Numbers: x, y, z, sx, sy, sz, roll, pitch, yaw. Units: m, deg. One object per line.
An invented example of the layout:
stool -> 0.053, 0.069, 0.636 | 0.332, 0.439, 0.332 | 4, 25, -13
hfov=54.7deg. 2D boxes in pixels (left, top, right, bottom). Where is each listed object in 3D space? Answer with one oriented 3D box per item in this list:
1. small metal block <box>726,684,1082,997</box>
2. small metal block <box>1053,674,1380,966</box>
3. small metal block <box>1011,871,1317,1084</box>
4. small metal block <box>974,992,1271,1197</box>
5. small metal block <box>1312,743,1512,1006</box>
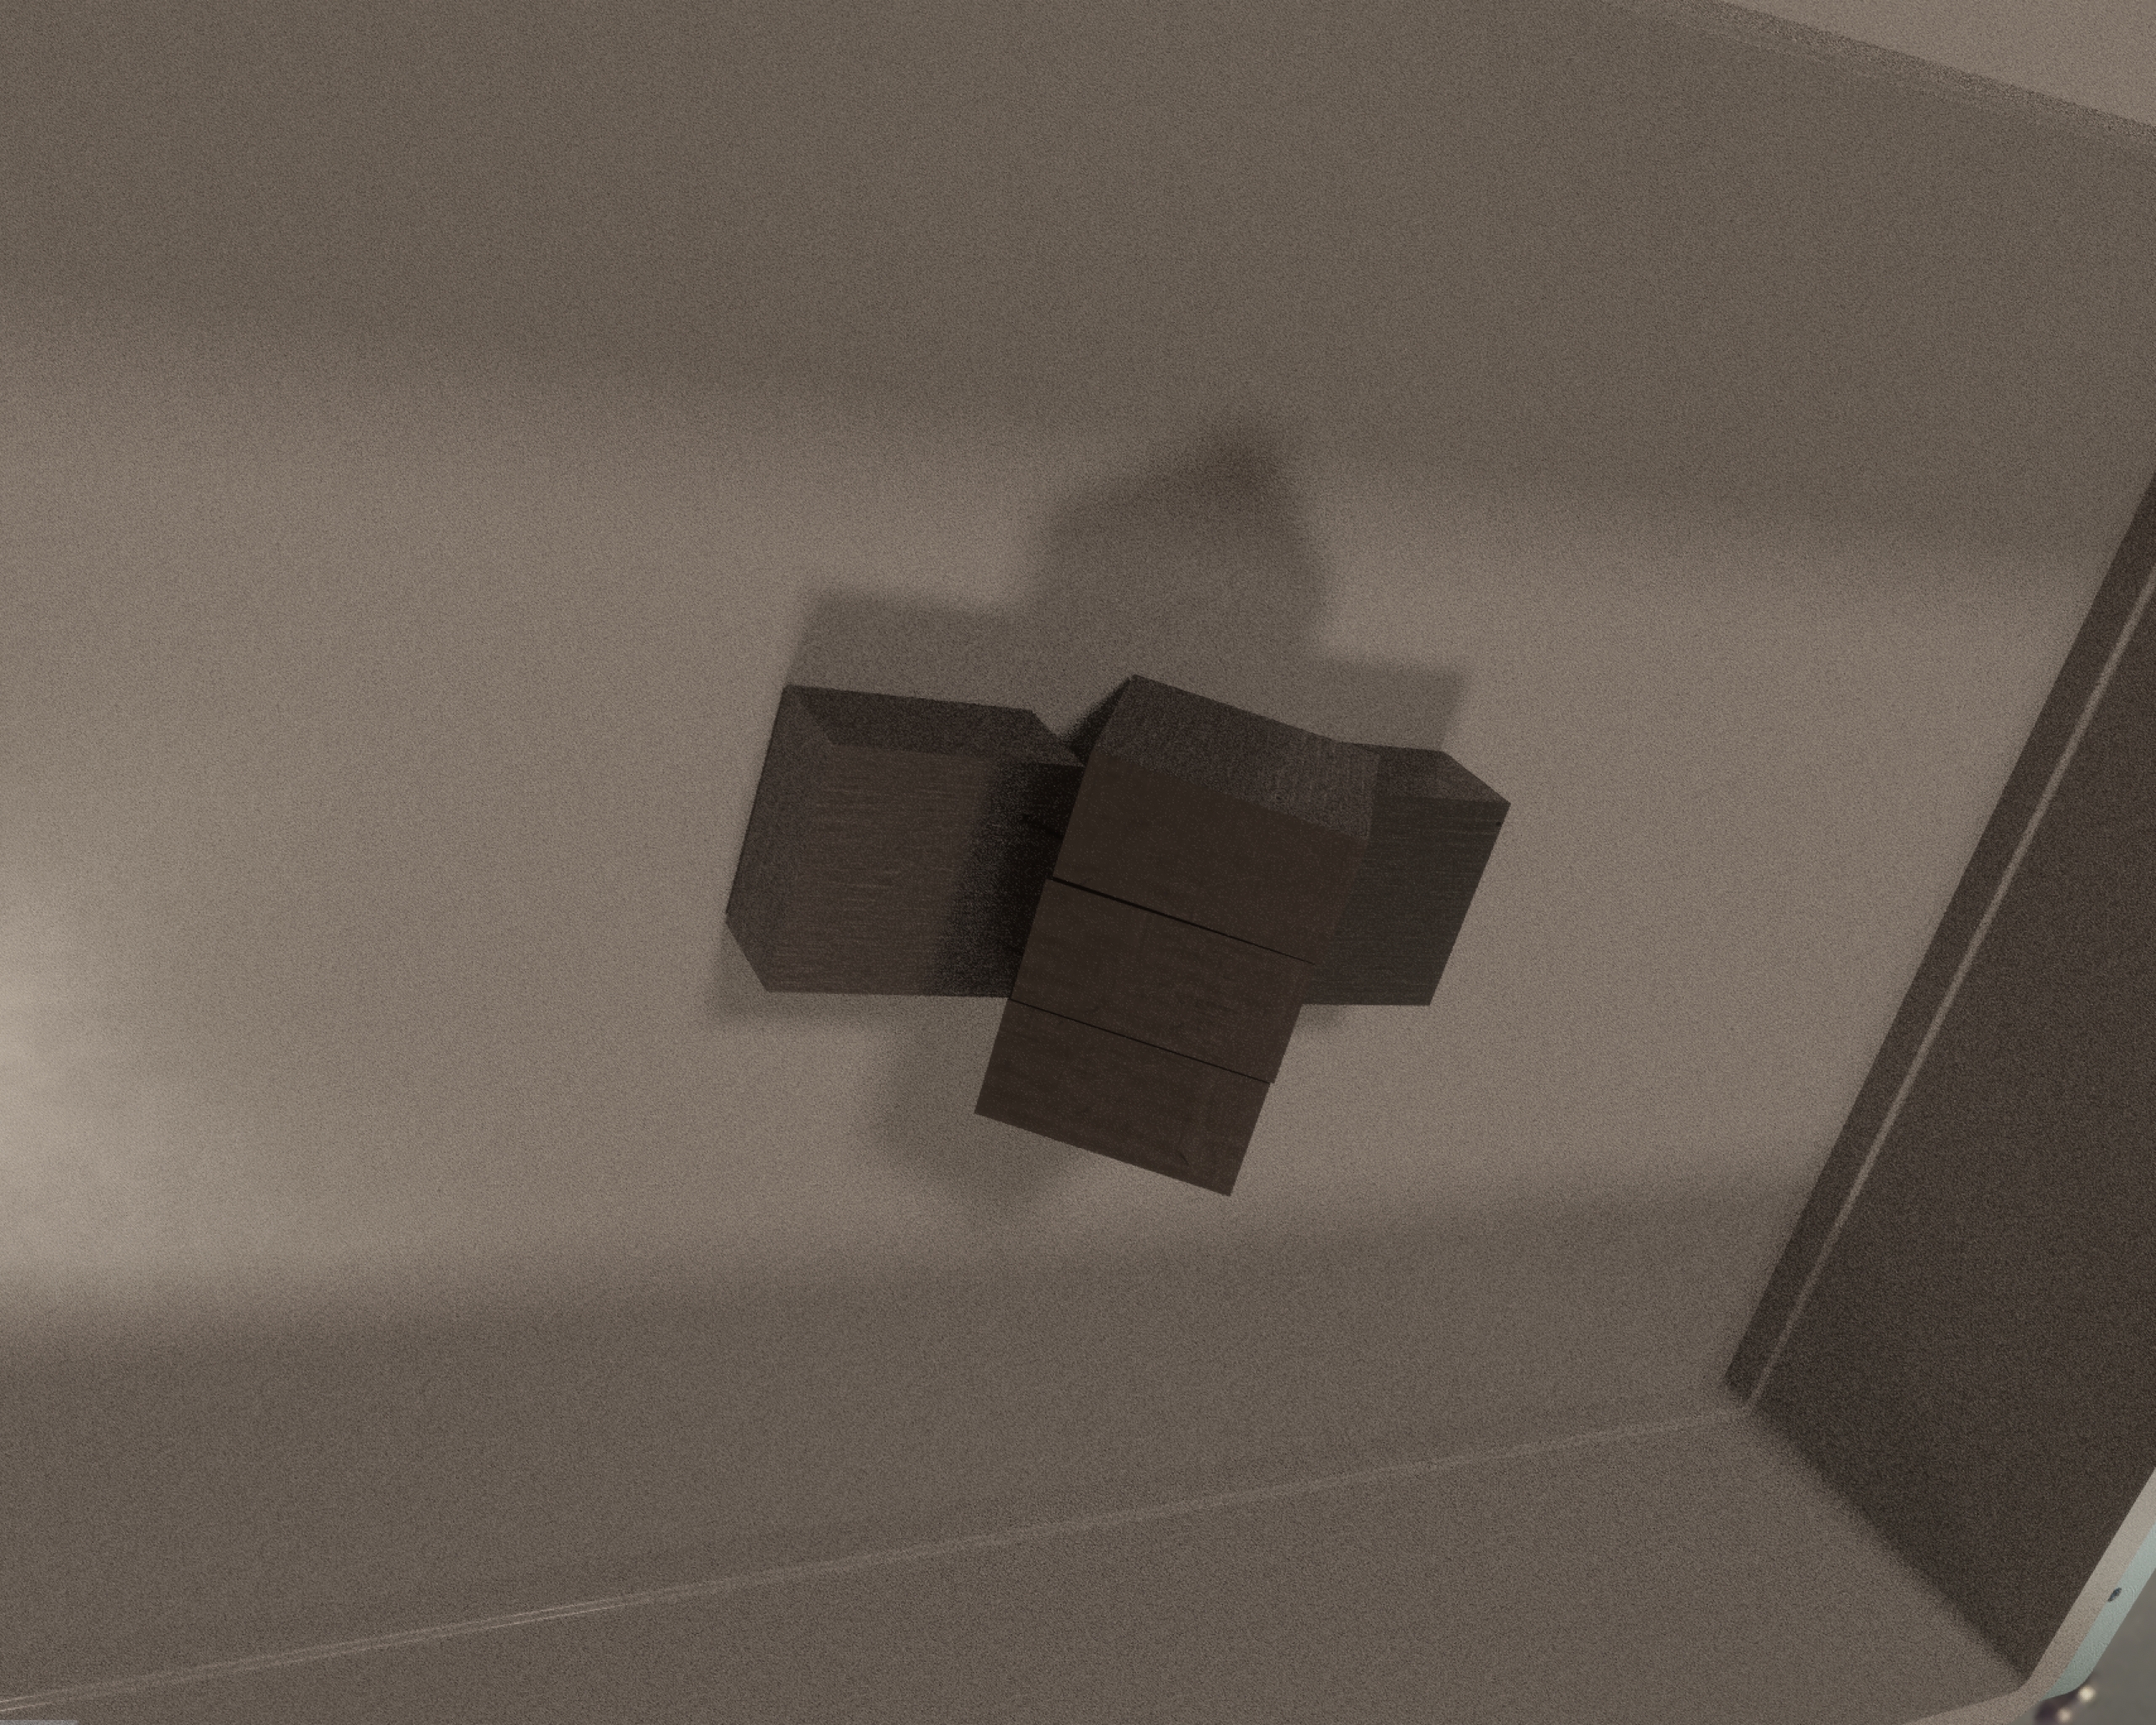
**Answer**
small metal block -> -0.033, -0.003, 0.388 | 0.050, 0.025, 0.050 | 4, 117, -31
small metal block -> 0.027, -0.009, 0.388 | 0.050, 0.050, 0.025 | 19, 112, 3
small metal block -> 0.019, 0.013, 0.397 | 0.050, 0.050, 0.025 | 18, 113, 3
small metal block -> 0.012, 0.035, 0.407 | 0.050, 0.050, 0.025 | 18, 113, 3
small metal block -> 0.056, 0.002, 0.441 | 0.050, 0.025, 0.050 | 3, 117, -30
